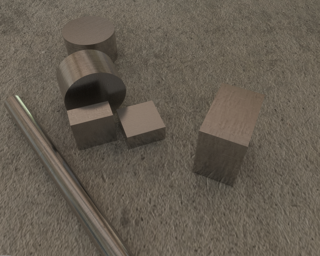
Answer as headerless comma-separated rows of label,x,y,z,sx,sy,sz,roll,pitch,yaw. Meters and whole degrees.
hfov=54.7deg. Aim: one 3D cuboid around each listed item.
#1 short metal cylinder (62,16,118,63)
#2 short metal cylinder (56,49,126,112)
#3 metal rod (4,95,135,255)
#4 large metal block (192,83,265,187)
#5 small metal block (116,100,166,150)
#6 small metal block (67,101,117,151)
short metal cylinder,-0.111,-0.137,0.501,0.081,0.050,0.080,0,50,0
short metal cylinder,-0.092,-0.057,0.414,0.081,0.080,0.050,-18,53,-15
metal rod,-0.110,0.056,0.354,0.025,0.025,0.300,-31,57,-24
large metal block,0.079,0.008,0.362,0.050,0.080,0.080,19,53,15
small metal block,-0.025,-0.005,0.407,0.050,0.025,0.050,-16,52,-14
small metal block,-0.084,-0.002,0.388,0.050,0.050,0.025,-15,52,-13
